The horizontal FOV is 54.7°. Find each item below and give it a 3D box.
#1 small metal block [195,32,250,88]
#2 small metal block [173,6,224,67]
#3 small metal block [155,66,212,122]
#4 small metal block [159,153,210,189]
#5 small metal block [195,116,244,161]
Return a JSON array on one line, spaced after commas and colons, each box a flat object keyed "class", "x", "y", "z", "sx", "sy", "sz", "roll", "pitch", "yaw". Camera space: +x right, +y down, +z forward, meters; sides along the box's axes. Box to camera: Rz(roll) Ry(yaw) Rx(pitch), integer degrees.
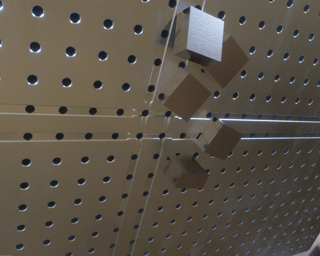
[{"class": "small metal block", "x": 0.080, "y": -0.088, "z": 0.402, "sx": 0.050, "sy": 0.025, "sz": 0.050, "roll": -49, "pitch": 130, "yaw": 6}, {"class": "small metal block", "x": 0.045, "y": -0.104, "z": 0.358, "sx": 0.050, "sy": 0.025, "sz": 0.050, "roll": 11, "pitch": 80, "yaw": -32}, {"class": "small metal block", "x": 0.031, "y": -0.043, "z": 0.403, "sx": 0.050, "sy": 0.025, "sz": 0.050, "roll": 34, "pitch": 99, "yaw": -39}, {"class": "small metal block", "x": 0.035, "y": 0.063, "z": 0.456, "sx": 0.050, "sy": 0.050, "sz": 0.025, "roll": 9, "pitch": 114, "yaw": -33}, {"class": "small metal block", "x": 0.091, "y": 0.017, "z": 0.474, "sx": 0.050, "sy": 0.025, "sz": 0.050, "roll": 26, "pitch": 104, "yaw": -37}]
